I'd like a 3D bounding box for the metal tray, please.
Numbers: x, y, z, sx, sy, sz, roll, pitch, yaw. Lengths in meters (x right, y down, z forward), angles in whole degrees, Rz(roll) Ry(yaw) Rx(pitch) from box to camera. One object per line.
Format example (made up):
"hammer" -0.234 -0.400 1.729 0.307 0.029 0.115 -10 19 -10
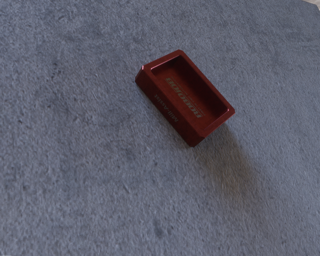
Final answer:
"metal tray" 0.038 -0.047 0.451 0.091 0.030 0.130 -34 81 -39
